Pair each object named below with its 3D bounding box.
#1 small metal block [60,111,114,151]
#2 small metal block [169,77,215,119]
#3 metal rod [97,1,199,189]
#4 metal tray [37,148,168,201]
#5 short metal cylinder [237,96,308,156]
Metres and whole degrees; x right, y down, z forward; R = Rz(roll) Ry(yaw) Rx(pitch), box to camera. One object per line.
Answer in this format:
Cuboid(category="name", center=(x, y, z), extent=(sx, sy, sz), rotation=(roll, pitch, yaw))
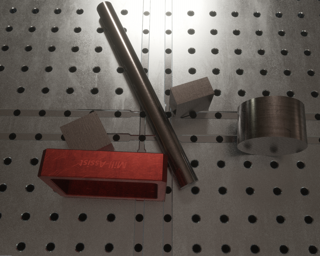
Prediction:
Cuboid(category="small metal block", center=(-0.095, 0.013, 0.406), extent=(0.050, 0.025, 0.050), rotation=(-26, 72, -10))
Cuboid(category="small metal block", center=(0.041, -0.039, 0.413), extent=(0.050, 0.050, 0.025), rotation=(-18, 71, -7))
Cuboid(category="metal rod", center=(-0.024, -0.058, 0.432), extent=(0.025, 0.025, 0.299), rotation=(-23, 72, -8))
Cuboid(category="metal tray", center=(-0.058, 0.056, 0.354), extent=(0.131, 0.090, 0.030), rotation=(2, 64, 0))
Cuboid(category="short metal cylinder", center=(0.137, 0.000, 0.384), extent=(0.080, 0.080, 0.050), rotation=(5, 70, 1))
